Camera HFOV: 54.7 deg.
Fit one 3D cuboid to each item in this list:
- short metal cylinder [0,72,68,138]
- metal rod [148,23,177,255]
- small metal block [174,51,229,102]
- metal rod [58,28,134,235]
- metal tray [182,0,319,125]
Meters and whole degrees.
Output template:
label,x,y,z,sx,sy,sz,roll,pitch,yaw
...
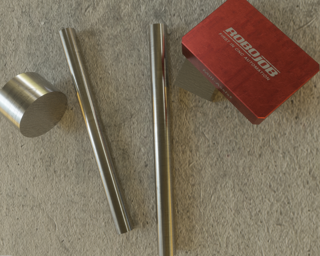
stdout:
label,x,y,z,sx,sy,sz,roll,pitch,yaw
short metal cylinder,-0.181,-0.033,0.444,0.050,0.080,0.080,37,102,16
metal rod,0.003,0.015,0.407,0.025,0.025,0.298,-3,89,20
small metal block,0.053,-0.066,0.390,0.050,0.025,0.050,28,99,17
metal rod,-0.092,0.000,0.441,0.025,0.025,0.299,-20,84,19
metal tray,0.099,-0.080,0.356,0.090,0.030,0.130,-41,77,-5
